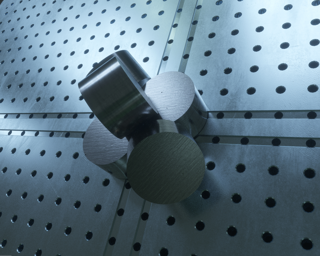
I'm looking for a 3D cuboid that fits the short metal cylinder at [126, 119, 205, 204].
[{"bbox_3d":[0.004,0.035,0.339,0.080,0.080,0.050,-35,16,5],"label":"short metal cylinder"}]

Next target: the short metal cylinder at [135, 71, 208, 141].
[{"bbox_3d":[0.015,-0.026,0.398,0.080,0.050,0.080,-13,56,20],"label":"short metal cylinder"}]

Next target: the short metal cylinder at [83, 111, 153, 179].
[{"bbox_3d":[-0.052,0.020,0.405,0.080,0.050,0.080,-13,56,20],"label":"short metal cylinder"}]

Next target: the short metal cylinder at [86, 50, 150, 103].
[{"bbox_3d":[-0.059,-0.062,0.431,0.080,0.080,0.050,-39,85,1],"label":"short metal cylinder"}]

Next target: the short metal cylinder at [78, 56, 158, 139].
[{"bbox_3d":[-0.046,-0.034,0.351,0.050,0.080,0.080,-36,52,4],"label":"short metal cylinder"}]
